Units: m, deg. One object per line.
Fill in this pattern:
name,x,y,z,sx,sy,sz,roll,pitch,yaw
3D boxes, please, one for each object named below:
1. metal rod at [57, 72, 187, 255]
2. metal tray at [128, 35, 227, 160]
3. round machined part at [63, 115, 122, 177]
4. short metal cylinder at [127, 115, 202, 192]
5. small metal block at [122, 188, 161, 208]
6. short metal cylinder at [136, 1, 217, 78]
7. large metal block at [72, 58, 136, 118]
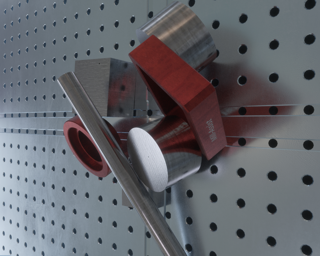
metal rod,-0.044,0.059,0.394,0.025,0.025,0.299,-36,84,34
metal tray,0.024,-0.026,0.324,0.030,0.130,0.090,-40,61,-4
round machined part,-0.094,0.021,0.458,0.098,0.042,0.097,29,140,29
short metal cylinder,0.003,0.029,0.372,0.080,0.050,0.079,32,133,43
small metal block,-0.026,0.084,0.431,0.050,0.025,0.050,-1,90,40
short metal cylinder,0.018,-0.093,0.350,0.050,0.080,0.080,-40,61,-4
large metal block,-0.084,-0.058,0.462,0.080,0.050,0.079,7,94,39
